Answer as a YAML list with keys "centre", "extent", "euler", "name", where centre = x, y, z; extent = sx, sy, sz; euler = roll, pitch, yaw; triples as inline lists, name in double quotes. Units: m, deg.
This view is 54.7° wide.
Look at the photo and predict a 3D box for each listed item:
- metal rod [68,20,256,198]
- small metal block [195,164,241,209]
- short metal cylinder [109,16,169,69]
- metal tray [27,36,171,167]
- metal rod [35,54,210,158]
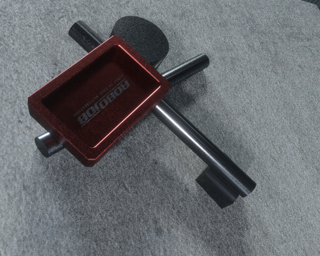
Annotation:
- centre: [0.002, -0.025, 0.391]
  extent: [0.300, 0.025, 0.025]
  euler: [43, 51, 1]
  name: "metal rod"
- centre: [0.083, 0.069, 0.410]
  extent: [0.050, 0.025, 0.050]
  euler: [47, 51, 5]
  name: "small metal block"
- centre: [-0.034, -0.110, 0.439]
  extent: [0.081, 0.050, 0.080]
  euler: [14, 56, -21]
  name: "short metal cylinder"
- centre: [-0.062, -0.033, 0.340]
  extent: [0.090, 0.030, 0.131]
  euler: [43, 62, 2]
  name: "metal tray"
- centre: [-0.026, -0.045, 0.420]
  extent: [0.302, 0.025, 0.025]
  euler: [-34, 81, -38]
  name: "metal rod"
